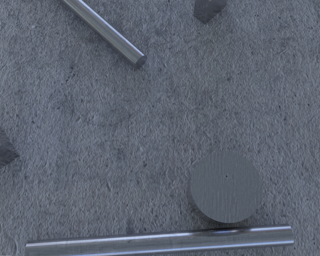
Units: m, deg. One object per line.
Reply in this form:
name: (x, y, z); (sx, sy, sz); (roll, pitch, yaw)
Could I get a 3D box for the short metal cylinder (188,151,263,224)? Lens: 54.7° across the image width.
short metal cylinder: (0.074, 0.073, 0.369); (0.081, 0.050, 0.080); (0, 70, 0)

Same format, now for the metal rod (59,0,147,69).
metal rod: (-0.133, -0.194, 0.477); (0.300, 0.025, 0.025); (43, 76, 14)

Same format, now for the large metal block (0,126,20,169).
large metal block: (-0.240, 0.022, 0.385); (0.080, 0.050, 0.080); (-37, 74, -13)

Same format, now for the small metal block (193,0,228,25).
small metal block: (0.079, -0.194, 0.466); (0.025, 0.050, 0.050); (42, 75, 14)

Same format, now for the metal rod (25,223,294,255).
metal rod: (0.001, 0.133, 0.359); (0.302, 0.025, 0.025); (-3, 70, -2)
